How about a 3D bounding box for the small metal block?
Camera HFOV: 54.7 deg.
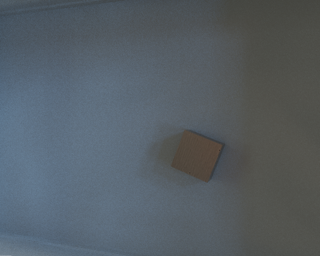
[{"bbox_3d":[0.048,0.034,0.393,0.050,0.025,0.050,23,97,18],"label":"small metal block"}]
